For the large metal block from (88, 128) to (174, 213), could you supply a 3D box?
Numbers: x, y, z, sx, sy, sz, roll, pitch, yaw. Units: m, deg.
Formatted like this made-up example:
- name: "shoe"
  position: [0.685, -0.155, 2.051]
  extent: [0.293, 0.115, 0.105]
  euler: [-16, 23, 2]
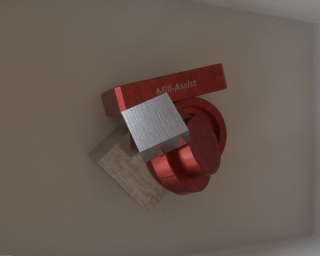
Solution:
- name: "large metal block"
  position: [-0.034, 0.046, 0.368]
  extent: [0.050, 0.080, 0.080]
  euler: [-46, 105, -14]

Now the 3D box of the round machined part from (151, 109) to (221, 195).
- name: "round machined part"
  position: [0.034, 0.024, 0.352]
  extent: [0.098, 0.042, 0.098]
  euler: [32, 48, -43]

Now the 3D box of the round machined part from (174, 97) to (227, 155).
- name: "round machined part"
  position: [0.036, 0.009, 0.416]
  extent: [0.099, 0.042, 0.097]
  euler: [0, 90, -21]

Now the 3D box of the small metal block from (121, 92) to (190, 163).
- name: "small metal block"
  position: [-0.004, -0.001, 0.310]
  extent: [0.050, 0.025, 0.050]
  euler: [-24, 60, -6]

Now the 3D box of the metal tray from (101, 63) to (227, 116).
- name: "metal tray"
  position: [0.002, -0.045, 0.375]
  extent: [0.131, 0.090, 0.030]
  euler: [-16, 96, -20]
